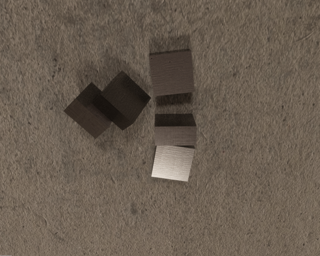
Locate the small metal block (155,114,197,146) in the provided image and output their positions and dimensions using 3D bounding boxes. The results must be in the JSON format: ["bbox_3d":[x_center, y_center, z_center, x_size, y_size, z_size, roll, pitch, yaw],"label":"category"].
[{"bbox_3d":[0.019,0.001,0.397,0.050,0.050,0.025,0,110,0],"label":"small metal block"}]

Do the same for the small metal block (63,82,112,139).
[{"bbox_3d":[-0.083,-0.023,0.384,0.050,0.050,0.025,43,119,-15],"label":"small metal block"}]

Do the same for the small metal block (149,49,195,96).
[{"bbox_3d":[0.015,-0.069,0.385,0.050,0.025,0.050,-7,110,2],"label":"small metal block"}]

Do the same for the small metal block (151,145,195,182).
[{"bbox_3d":[0.017,0.042,0.426,0.050,0.025,0.050,9,110,-4],"label":"small metal block"}]

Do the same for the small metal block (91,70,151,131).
[{"bbox_3d":[-0.046,-0.034,0.381,0.050,0.050,0.025,43,140,-14],"label":"small metal block"}]
